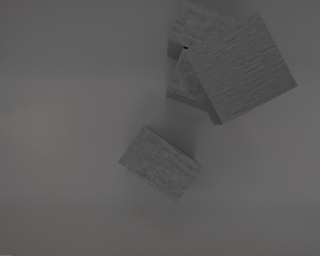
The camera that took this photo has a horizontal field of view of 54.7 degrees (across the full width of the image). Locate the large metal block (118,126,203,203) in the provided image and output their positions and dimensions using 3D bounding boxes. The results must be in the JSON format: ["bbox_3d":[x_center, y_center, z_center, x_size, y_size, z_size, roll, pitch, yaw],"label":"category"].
[{"bbox_3d":[0.000,0.040,0.384,0.080,0.080,0.050,35,90,0],"label":"large metal block"}]

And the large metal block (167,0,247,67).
[{"bbox_3d":[0.056,-0.107,0.384,0.080,0.080,0.050,22,90,0],"label":"large metal block"}]

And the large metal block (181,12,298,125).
[{"bbox_3d":[0.077,-0.057,0.319,0.080,0.050,0.080,-28,90,0],"label":"large metal block"}]

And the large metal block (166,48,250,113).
[{"bbox_3d":[0.054,-0.052,0.384,0.080,0.080,0.050,21,90,0],"label":"large metal block"}]
